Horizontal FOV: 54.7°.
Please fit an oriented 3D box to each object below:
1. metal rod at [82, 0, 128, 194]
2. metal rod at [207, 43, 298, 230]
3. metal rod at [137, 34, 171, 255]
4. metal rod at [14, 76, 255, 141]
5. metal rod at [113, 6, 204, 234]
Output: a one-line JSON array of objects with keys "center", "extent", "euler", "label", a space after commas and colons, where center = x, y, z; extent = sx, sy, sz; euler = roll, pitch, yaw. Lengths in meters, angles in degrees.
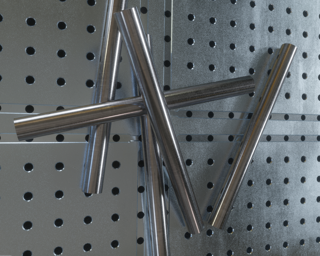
[{"center": [-0.065, -0.069, 0.389], "extent": [0.025, 0.025, 0.298], "euler": [8, 87, -20], "label": "metal rod"}, {"center": [0.142, 0.007, 0.466], "extent": [0.025, 0.025, 0.299], "euler": [28, 81, -18], "label": "metal rod"}, {"center": [-0.010, 0.029, 0.409], "extent": [0.025, 0.025, 0.298], "euler": [-6, 92, -20], "label": "metal rod"}, {"center": [-0.014, -0.029, 0.380], "extent": [0.302, 0.025, 0.025], "euler": [-13, 95, -20], "label": "metal rod"}, {"center": [0.007, 0.010, 0.373], "extent": [0.025, 0.025, 0.298], "euler": [-27, 116, -18], "label": "metal rod"}]
